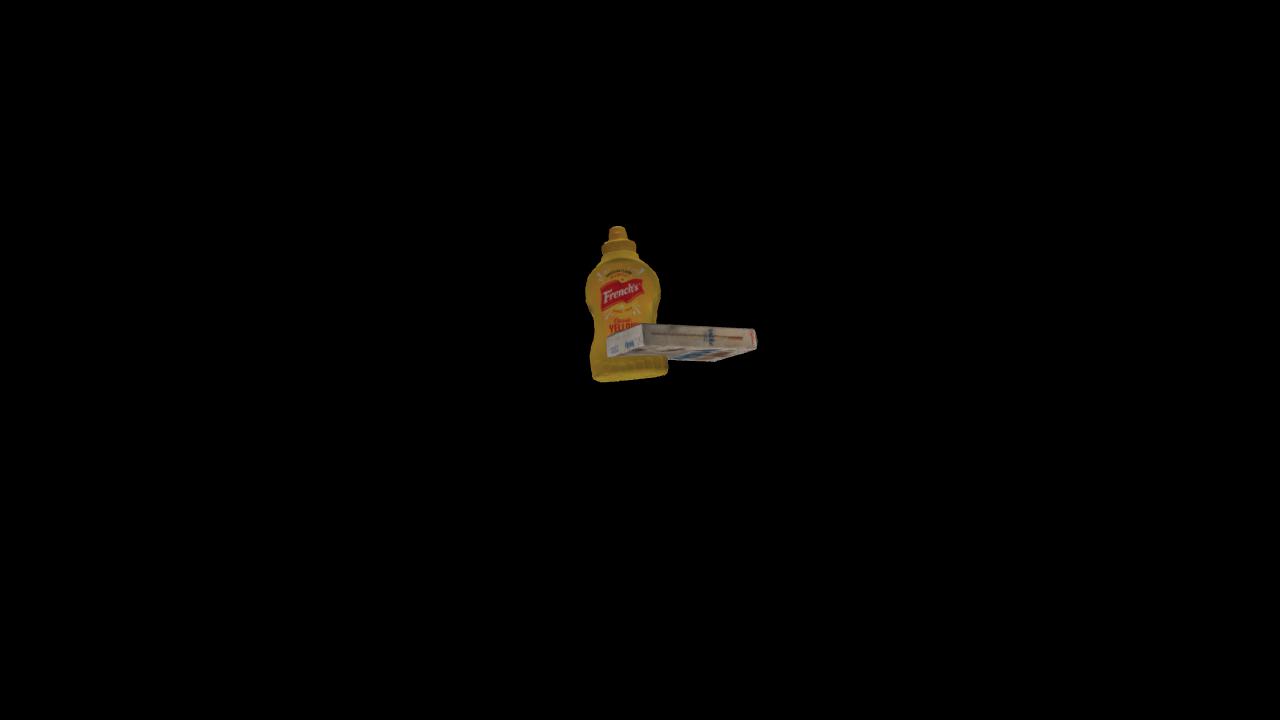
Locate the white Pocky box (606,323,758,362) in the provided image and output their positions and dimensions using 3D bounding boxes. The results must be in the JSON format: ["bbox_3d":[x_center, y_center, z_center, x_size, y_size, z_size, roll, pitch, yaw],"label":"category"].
[{"bbox_3d":[0.047,-0.019,0.698,0.154,0.028,0.084,2,-11,-31],"label":"white Pocky box"}]

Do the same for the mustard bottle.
[{"bbox_3d":[-0.019,-0.069,0.723,0.092,0.184,0.054,-7,-10,12],"label":"mustard bottle"}]
